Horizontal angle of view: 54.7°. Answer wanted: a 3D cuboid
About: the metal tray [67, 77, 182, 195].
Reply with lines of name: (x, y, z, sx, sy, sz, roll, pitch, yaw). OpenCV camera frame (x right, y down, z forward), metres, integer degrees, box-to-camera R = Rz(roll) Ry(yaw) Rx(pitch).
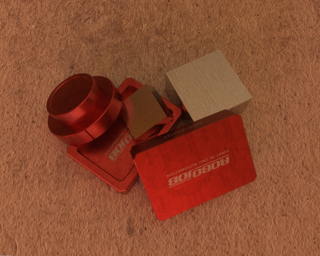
metal tray: (-0.043, 0.008, 0.402, 0.090, 0.030, 0.130, 33, 73, 11)

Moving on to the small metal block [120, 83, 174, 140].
small metal block: (-0.019, -0.020, 0.392, 0.050, 0.025, 0.050, -36, 74, 17)

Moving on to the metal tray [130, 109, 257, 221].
metal tray: (0.041, 0.043, 0.367, 0.131, 0.030, 0.090, -22, 108, -7)

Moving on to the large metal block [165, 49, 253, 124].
large metal block: (0.061, -0.046, 0.413, 0.080, 0.050, 0.080, -25, 72, -9)

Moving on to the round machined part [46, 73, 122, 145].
round machined part: (-0.101, -0.030, 0.388, 0.098, 0.042, 0.098, -15, 49, 18)
